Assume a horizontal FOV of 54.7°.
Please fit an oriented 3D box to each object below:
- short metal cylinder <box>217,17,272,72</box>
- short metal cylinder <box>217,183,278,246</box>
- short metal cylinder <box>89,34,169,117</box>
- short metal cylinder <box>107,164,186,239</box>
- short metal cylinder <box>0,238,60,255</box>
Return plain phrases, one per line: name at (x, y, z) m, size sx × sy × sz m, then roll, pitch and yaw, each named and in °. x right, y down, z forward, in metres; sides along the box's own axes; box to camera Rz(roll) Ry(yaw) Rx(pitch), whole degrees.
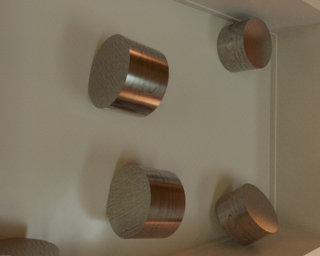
short metal cylinder at (0.139, -0.134, 0.506) m, size 0.081 × 0.050 × 0.080 m, roll 0°, pitch 90°, yaw -40°
short metal cylinder at (0.135, 0.133, 0.479) m, size 0.080 × 0.050 × 0.080 m, roll 30°, pitch 35°, yaw -24°
short metal cylinder at (-0.036, -0.055, 0.340) m, size 0.050 × 0.080 × 0.080 m, roll 12°, pitch 82°, yaw -40°
short metal cylinder at (-0.017, 0.085, 0.357) m, size 0.050 × 0.080 × 0.080 m, roll 17°, pitch 80°, yaw -39°
short metal cylinder at (-0.130, 0.131, 0.262) m, size 0.081 × 0.080 × 0.050 m, roll 7°, pitch 86°, yaw -40°
